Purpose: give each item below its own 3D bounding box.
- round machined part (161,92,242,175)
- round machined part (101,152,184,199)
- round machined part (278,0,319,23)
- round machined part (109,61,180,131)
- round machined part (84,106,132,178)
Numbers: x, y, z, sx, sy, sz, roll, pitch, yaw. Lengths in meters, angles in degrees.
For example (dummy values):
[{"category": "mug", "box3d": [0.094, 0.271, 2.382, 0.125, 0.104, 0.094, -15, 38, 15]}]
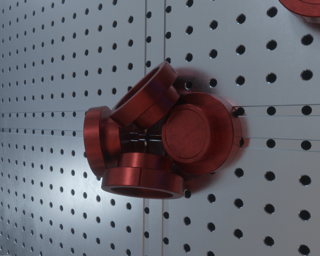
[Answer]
[{"category": "round machined part", "box3d": [0.041, 0.007, 0.363, 0.098, 0.042, 0.097, 0, 90, 39]}, {"category": "round machined part", "box3d": [-0.020, 0.059, 0.380, 0.098, 0.098, 0.042, -12, 64, 39]}, {"category": "round machined part", "box3d": [0.153, -0.141, 0.271, 0.098, 0.042, 0.097, 0, 90, 39]}, {"category": "round machined part", "box3d": [-0.014, -0.034, 0.384, 0.098, 0.098, 0.042, -34, 107, 34]}, {"category": "round machined part", "box3d": [-0.067, 0.018, 0.426, 0.042, 0.098, 0.097, -7, 85, 6]}]
